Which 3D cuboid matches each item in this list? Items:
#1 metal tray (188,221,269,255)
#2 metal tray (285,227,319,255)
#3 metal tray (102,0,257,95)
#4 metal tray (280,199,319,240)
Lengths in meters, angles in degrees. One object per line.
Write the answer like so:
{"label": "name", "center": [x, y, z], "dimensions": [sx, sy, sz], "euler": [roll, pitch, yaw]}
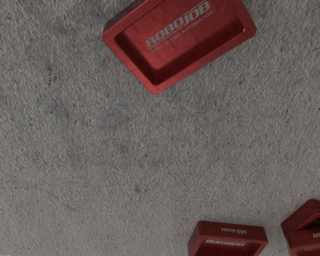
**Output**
{"label": "metal tray", "center": [0.127, 0.221, 0.593], "dimensions": [0.131, 0.030, 0.089], "euler": [8, 130, -7]}
{"label": "metal tray", "center": [0.295, 0.208, 0.543], "dimensions": [0.130, 0.030, 0.090], "euler": [-15, 129, 12]}
{"label": "metal tray", "center": [0.019, -0.101, 0.317], "dimensions": [0.130, 0.030, 0.090], "euler": [-29, 125, 22]}
{"label": "metal tray", "center": [0.300, 0.178, 0.558], "dimensions": [0.131, 0.030, 0.089], "euler": [17, 128, -14]}
